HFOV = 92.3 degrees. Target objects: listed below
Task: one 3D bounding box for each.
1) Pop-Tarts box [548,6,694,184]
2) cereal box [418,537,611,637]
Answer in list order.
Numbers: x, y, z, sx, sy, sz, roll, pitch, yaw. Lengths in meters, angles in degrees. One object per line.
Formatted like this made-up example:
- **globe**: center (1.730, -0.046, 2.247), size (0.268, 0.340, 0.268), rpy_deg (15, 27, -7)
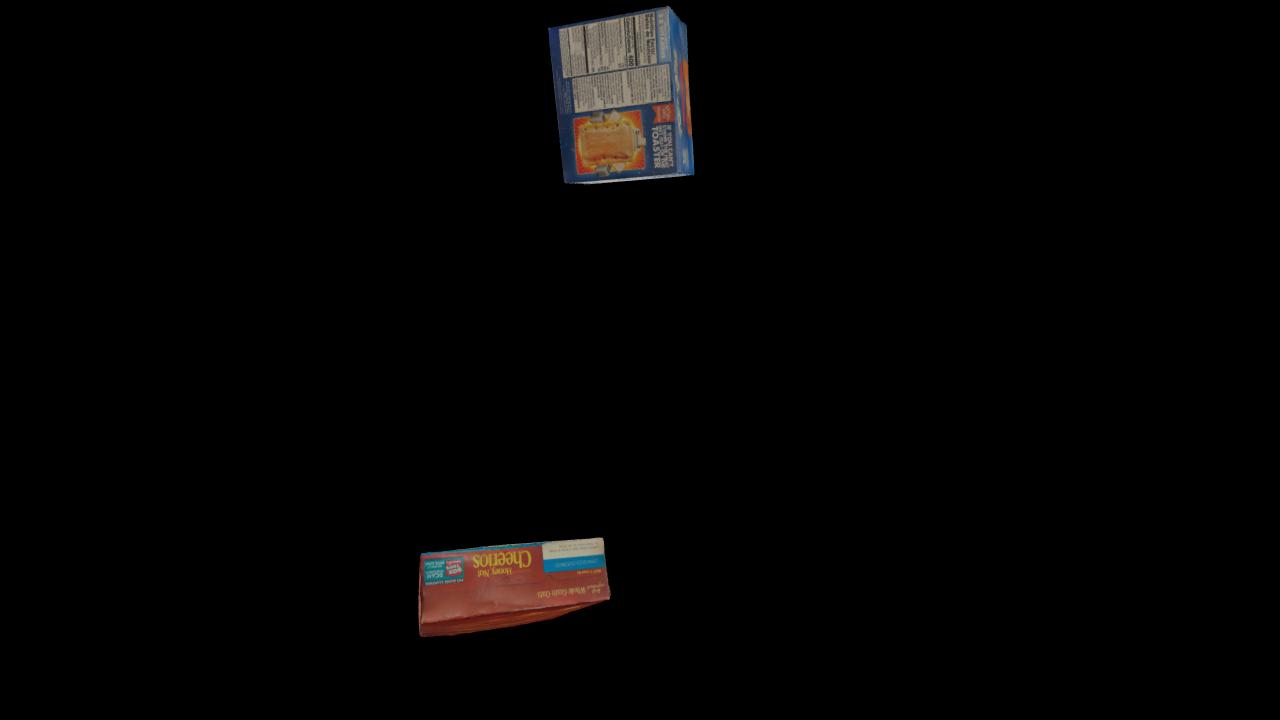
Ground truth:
- **Pop-Tarts box**: center (-0.017, -0.293, 0.706), size (0.141, 0.167, 0.083), rpy_deg (0, 16, 19)
- **cereal box**: center (-0.175, 0.294, 0.784), size (0.203, 0.081, 0.306), rpy_deg (0, -26, -19)
